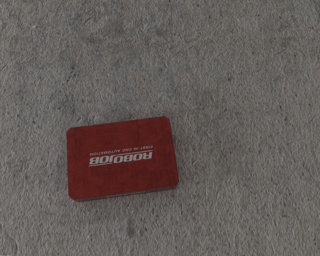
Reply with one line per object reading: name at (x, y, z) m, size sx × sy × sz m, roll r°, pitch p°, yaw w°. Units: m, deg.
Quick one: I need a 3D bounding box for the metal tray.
metal tray at (-0.047, 0.039, 0.391) m, size 0.131 × 0.030 × 0.090 m, roll -7°, pitch 70°, yaw -3°
